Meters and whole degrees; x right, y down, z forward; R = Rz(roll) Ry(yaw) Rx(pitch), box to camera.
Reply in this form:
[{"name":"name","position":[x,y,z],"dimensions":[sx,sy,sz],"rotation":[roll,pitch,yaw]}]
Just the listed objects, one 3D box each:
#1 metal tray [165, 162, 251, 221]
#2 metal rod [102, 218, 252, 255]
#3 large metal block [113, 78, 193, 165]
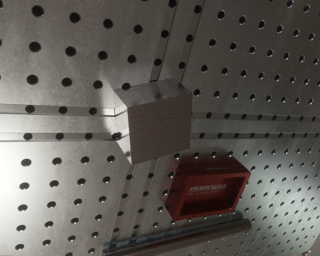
[{"name":"metal tray","position":[0.082,0.105,0.519],"dimensions":[0.131,0.030,0.089],"rotation":[1,118,-30]},{"name":"metal rod","position":[0.045,0.205,0.564],"dimensions":[0.303,0.025,0.025],"rotation":[-3,120,-28]},{"name":"large metal block","position":[-0.009,-0.010,0.386],"dimensions":[0.081,0.050,0.079],"rotation":[-15,125,-21]}]
